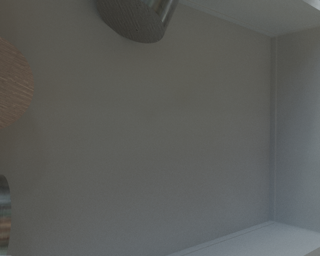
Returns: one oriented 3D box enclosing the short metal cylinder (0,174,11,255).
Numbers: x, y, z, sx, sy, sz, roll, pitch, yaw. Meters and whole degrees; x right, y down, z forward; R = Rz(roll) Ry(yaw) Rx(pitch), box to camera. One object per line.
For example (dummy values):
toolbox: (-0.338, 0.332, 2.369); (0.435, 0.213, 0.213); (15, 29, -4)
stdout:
short metal cylinder: (-0.155, 0.076, 0.241); (0.050, 0.080, 0.080); (9, 85, -40)

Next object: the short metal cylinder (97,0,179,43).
short metal cylinder: (-0.024, -0.141, 0.350); (0.080, 0.080, 0.050); (34, 69, -35)

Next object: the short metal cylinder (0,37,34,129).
short metal cylinder: (-0.155, -0.036, 0.260); (0.081, 0.050, 0.080); (0, 90, -40)
